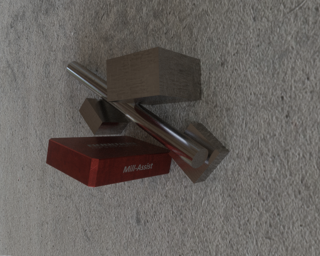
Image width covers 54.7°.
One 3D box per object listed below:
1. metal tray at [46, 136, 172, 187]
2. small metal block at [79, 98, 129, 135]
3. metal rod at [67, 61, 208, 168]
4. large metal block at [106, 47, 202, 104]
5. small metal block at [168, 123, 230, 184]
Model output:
[{"bbox_3d":[-0.058,0.036,0.384,0.090,0.131,0.030,16,100,39],"label":"metal tray"},{"bbox_3d":[-0.082,-0.017,0.455,0.050,0.050,0.025,52,120,27],"label":"small metal block"},{"bbox_3d":[-0.051,-0.034,0.429,0.300,0.025,0.025,35,112,39],"label":"metal rod"},{"bbox_3d":[-0.006,-0.057,0.372,0.080,0.081,0.050,-2,89,39],"label":"large metal block"},{"bbox_3d":[0.046,0.029,0.368,0.050,0.025,0.050,49,119,28],"label":"small metal block"}]
